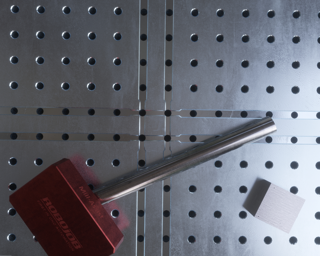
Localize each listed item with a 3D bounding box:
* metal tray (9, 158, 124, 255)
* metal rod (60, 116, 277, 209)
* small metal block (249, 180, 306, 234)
[{"bbox_3d":[-0.120,0.115,0.395,0.090,0.030,0.130,-35,91,18],"label":"metal tray"},{"bbox_3d":[0.011,0.053,0.413,0.301,0.025,0.025,-23,90,-1],"label":"metal rod"},{"bbox_3d":[0.156,0.105,0.416,0.050,0.025,0.050,27,90,-1],"label":"small metal block"}]
